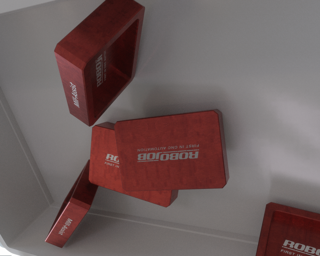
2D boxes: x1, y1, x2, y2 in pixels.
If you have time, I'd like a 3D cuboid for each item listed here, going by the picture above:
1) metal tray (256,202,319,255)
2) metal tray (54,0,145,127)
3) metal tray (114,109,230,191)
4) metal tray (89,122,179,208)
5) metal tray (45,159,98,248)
[{"bbox_3d":[0.182,0.146,0.357,0.130,0.090,0.030,10,142,22],"label":"metal tray"},{"bbox_3d":[-0.060,-0.065,0.325,0.030,0.090,0.129,35,156,5],"label":"metal tray"},{"bbox_3d":[0.013,0.029,0.381,0.130,0.030,0.089,-6,94,19],"label":"metal tray"},{"bbox_3d":[-0.036,0.048,0.437,0.130,0.030,0.089,13,105,21],"label":"metal tray"},{"bbox_3d":[-0.138,0.123,0.505,0.030,0.090,0.129,28,125,-12],"label":"metal tray"}]
